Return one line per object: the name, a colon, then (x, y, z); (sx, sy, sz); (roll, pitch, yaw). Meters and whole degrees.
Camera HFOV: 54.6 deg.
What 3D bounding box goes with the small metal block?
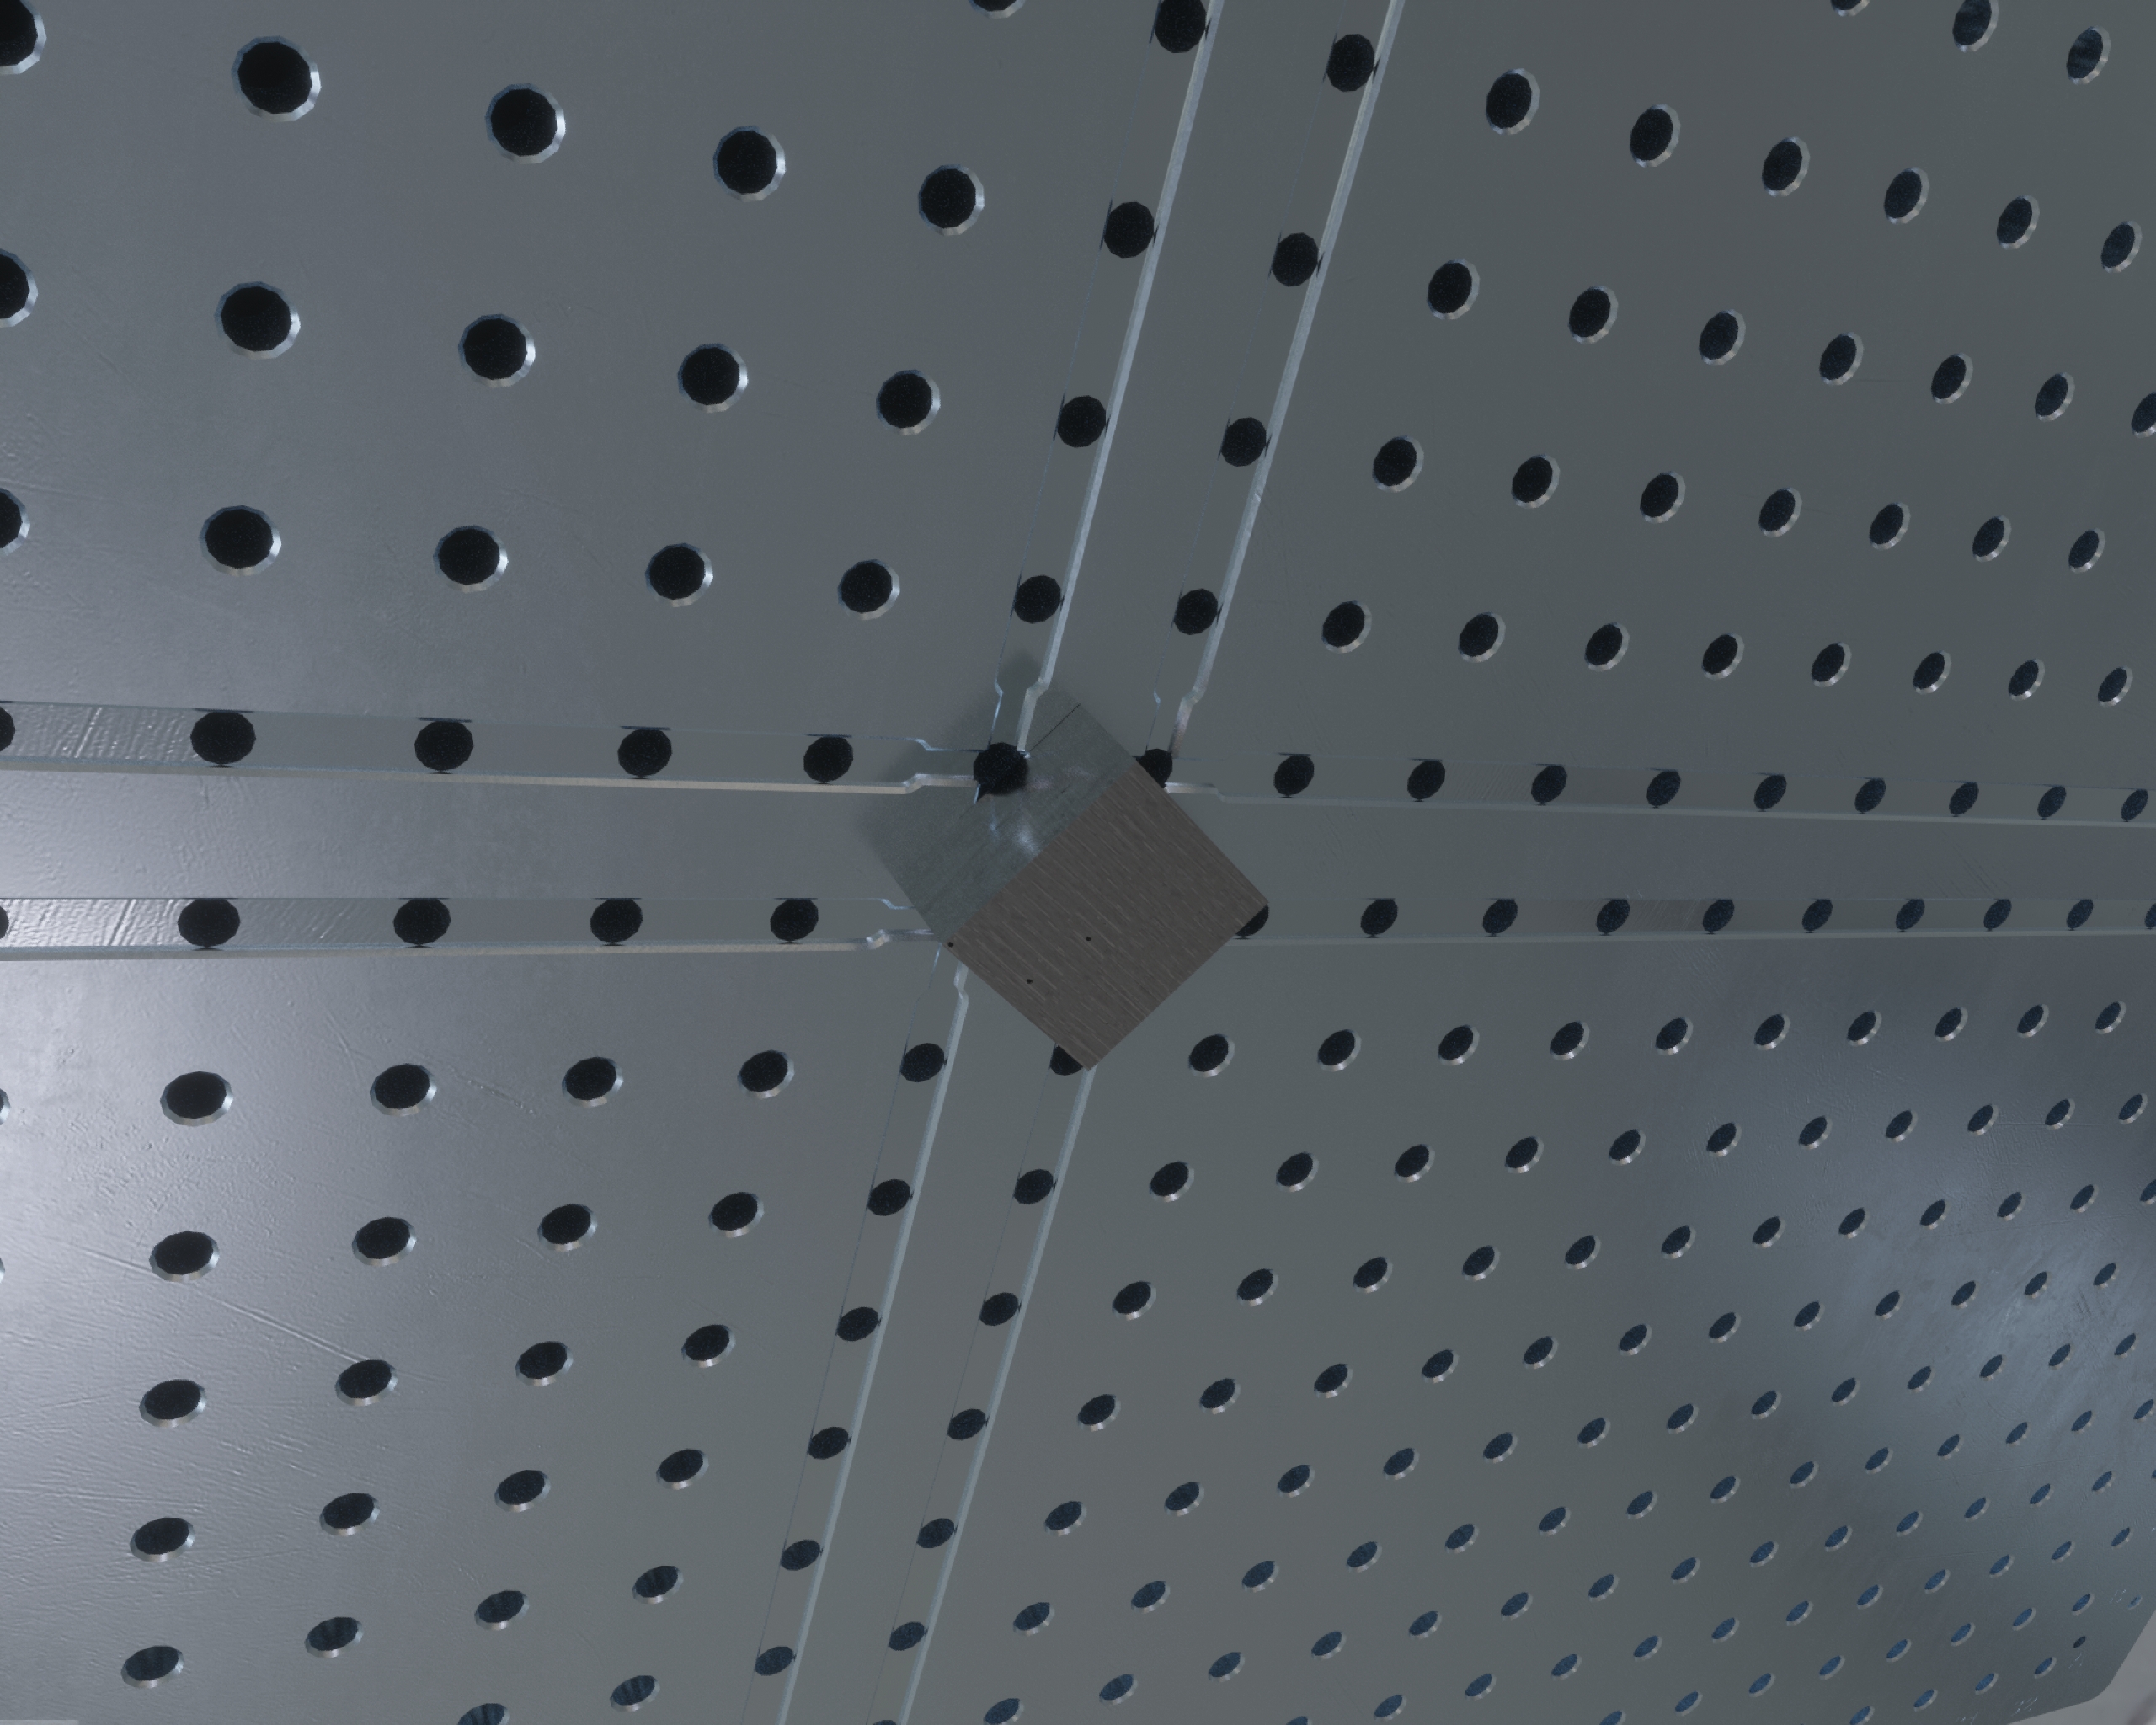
small metal block: (0.001, 0.006, 0.415); (0.050, 0.025, 0.050); (-44, 130, 2)
